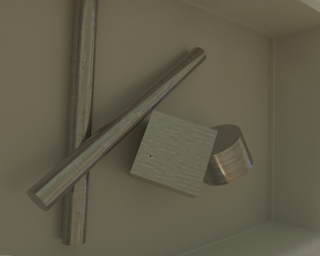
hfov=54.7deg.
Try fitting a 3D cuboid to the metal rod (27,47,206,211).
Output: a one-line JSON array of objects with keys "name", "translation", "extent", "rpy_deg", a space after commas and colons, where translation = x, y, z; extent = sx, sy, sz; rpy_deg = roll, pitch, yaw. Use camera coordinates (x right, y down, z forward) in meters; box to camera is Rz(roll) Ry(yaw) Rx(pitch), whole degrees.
[{"name": "metal rod", "translation": [-0.025, -0.022, 0.364], "extent": [0.301, 0.025, 0.025], "rpy_deg": [-46, 118, -38]}]

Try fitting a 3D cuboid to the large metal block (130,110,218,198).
[{"name": "large metal block", "translation": [0.017, 0.034, 0.380], "extent": [0.080, 0.050, 0.080], "rpy_deg": [18, 74, 4]}]

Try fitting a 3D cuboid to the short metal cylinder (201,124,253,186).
[{"name": "short metal cylinder", "translation": [0.086, 0.037, 0.445], "extent": [0.080, 0.080, 0.050], "rpy_deg": [-41, 116, -32]}]

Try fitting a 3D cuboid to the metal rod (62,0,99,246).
[{"name": "metal rod", "translation": [-0.085, -0.027, 0.336], "extent": [0.025, 0.025, 0.298], "rpy_deg": [4, 87, -40]}]
